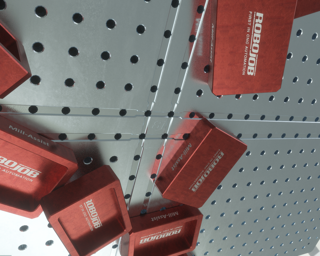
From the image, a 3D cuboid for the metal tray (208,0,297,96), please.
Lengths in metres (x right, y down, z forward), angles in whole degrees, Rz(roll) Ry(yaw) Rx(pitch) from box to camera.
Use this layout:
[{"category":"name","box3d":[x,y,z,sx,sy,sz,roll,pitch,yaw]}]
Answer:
[{"category":"metal tray","box3d":[0.109,-0.106,0.381,0.091,0.030,0.129,-4,123,-2]}]

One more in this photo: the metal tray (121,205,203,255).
[{"category":"metal tray","box3d":[0.003,0.181,0.520,0.131,0.030,0.089,-7,122,-25]}]

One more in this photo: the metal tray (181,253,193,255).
[{"category":"metal tray","box3d":[0.015,0.295,0.597,0.130,0.030,0.090,-39,129,-2]}]

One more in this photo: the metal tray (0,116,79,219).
[{"category":"metal tray","box3d":[-0.170,0.042,0.340,0.130,0.030,0.090,34,99,-39]}]

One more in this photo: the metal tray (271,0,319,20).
[{"category":"metal tray","box3d":[0.177,-0.206,0.376,0.091,0.030,0.129,-21,127,-16]}]

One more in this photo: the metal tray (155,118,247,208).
[{"category":"metal tray","box3d":[0.064,0.058,0.478,0.090,0.030,0.130,27,104,-37]}]

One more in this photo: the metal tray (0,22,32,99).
[{"category":"metal tray","box3d":[-0.157,-0.090,0.227,0.030,0.090,0.130,-39,129,-2]}]

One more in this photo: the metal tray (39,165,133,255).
[{"category":"metal tray","box3d":[-0.090,0.116,0.407,0.091,0.030,0.129,-27,139,-21]}]
